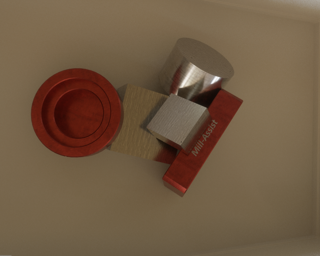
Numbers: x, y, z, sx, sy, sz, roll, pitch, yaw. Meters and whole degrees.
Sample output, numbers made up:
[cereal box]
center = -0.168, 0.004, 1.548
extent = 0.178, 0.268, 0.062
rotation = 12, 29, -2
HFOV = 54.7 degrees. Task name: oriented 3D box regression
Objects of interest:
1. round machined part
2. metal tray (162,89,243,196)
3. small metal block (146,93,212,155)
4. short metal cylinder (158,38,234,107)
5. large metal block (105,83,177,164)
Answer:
[round machined part]
center = -0.090, -0.015, 0.355
extent = 0.099, 0.042, 0.097
rotation = 0, 85, 2
[metal tray]
center = 0.052, 0.023, 0.393
extent = 0.030, 0.090, 0.130
rotation = 32, 78, 10
[small metal block]
center = 0.022, -0.005, 0.350
extent = 0.050, 0.050, 0.025
rotation = -54, 145, -12
[short metal cylinder]
center = 0.045, -0.069, 0.391
extent = 0.081, 0.080, 0.050
rotation = 17, 129, -20
[large metal block]
center = -0.019, -0.003, 0.390
extent = 0.081, 0.050, 0.080
rotation = 16, 85, -20
